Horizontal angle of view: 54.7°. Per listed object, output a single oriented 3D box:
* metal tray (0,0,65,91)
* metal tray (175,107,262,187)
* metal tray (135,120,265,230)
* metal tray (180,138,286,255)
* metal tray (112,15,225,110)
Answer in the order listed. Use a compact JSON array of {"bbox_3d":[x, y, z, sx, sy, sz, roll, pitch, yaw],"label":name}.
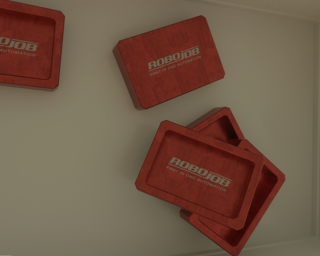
[{"bbox_3d":[-0.177,-0.093,0.342,0.131,0.030,0.089,5,88,-20],"label":"metal tray"},{"bbox_3d":[0.084,0.046,0.440,0.091,0.030,0.130,-32,101,-18],"label":"metal tray"},{"bbox_3d":[0.047,0.055,0.372,0.131,0.030,0.090,21,75,6],"label":"metal tray"},{"bbox_3d":[0.099,0.090,0.413,0.090,0.030,0.130,41,77,-16],"label":"metal tray"},{"bbox_3d":[0.014,-0.087,0.414,0.131,0.030,0.090,-24,98,-19],"label":"metal tray"}]
